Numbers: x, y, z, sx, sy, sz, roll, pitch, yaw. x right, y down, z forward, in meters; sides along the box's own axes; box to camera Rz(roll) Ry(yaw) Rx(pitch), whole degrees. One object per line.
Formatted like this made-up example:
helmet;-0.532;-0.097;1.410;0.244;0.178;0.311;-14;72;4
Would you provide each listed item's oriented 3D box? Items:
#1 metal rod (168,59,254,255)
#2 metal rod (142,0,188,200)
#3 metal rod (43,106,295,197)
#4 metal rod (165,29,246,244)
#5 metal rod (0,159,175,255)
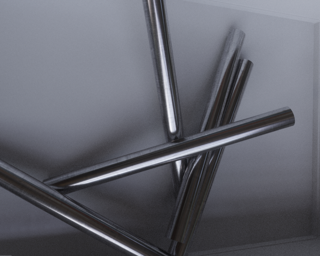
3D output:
metal rod;0.071;0.038;0.418;0.025;0.025;0.299;28;73;-18
metal rod;0.010;-0.038;0.371;0.025;0.025;0.298;-18;113;-19
metal rod;0.012;0.029;0.369;0.302;0.025;0.025;-17;96;-2
metal rod;0.065;-0.002;0.409;0.025;0.025;0.299;26;72;-19
metal rod;-0.099;0.092;0.341;0.301;0.025;0.025;31;80;-5
